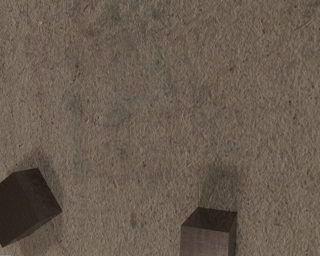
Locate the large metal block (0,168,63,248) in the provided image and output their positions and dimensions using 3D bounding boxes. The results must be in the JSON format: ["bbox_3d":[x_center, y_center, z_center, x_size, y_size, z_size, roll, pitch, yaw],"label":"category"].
[{"bbox_3d":[-0.210,0.118,0.468,0.080,0.050,0.080,-36,79,16],"label":"large metal block"}]

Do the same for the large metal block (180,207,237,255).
[{"bbox_3d":[0.058,0.144,0.359,0.050,0.080,0.079,3,91,20],"label":"large metal block"}]
